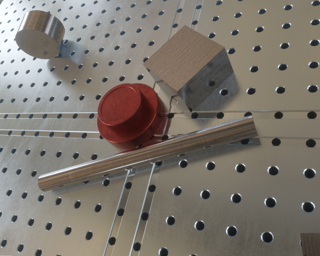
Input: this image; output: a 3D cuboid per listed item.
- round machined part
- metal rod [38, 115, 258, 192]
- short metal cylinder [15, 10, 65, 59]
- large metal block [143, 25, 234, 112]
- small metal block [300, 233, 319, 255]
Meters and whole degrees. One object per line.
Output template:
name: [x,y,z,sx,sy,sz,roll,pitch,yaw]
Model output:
round machined part: [-0.047,-0.024,0.435,0.098,0.042,0.098,-13,56,20]
metal rod: [-0.029,0.038,0.398,0.301,0.025,0.025,-17,55,18]
short metal cylinder: [-0.231,-0.179,0.601,0.080,0.080,0.050,-9,58,23]
large metal block: [0.038,-0.082,0.421,0.080,0.050,0.080,-43,51,-2]
small metal block: [0.149,0.116,0.259,0.050,0.025,0.050,-8,58,23]
